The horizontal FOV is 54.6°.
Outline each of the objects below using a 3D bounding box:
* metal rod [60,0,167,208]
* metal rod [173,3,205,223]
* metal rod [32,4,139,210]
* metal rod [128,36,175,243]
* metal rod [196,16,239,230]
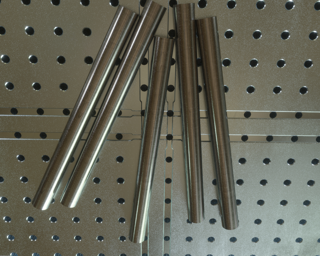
[{"bbox_3d":[-0.068,-0.019,0.406,0.025,0.025,0.298,24,108,-9],"label":"metal rod"},{"bbox_3d":[0.041,-0.005,0.412,0.025,0.025,0.298,-5,110,2],"label":"metal rod"},{"bbox_3d":[-0.105,-0.014,0.407,0.025,0.025,0.298,26,108,-9],"label":"metal rod"},{"bbox_3d":[-0.015,0.029,0.424,0.025,0.025,0.298,7,110,-3],"label":"metal rod"},{"bbox_3d":[0.080,0.008,0.417,0.025,0.025,0.298,-9,110,3],"label":"metal rod"}]
